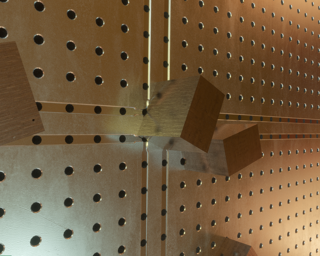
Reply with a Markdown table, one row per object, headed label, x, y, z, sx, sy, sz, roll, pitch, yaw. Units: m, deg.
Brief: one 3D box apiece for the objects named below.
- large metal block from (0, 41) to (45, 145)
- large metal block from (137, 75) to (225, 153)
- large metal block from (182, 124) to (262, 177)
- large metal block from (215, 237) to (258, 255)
| label | x | y | z | sx | sy | sz | roll | pitch | yaw |
| --- | --- | --- | --- | --- | --- | --- | --- | --- | --- |
| large metal block | -0.157 | -0.023 | 0.262 | 0.081 | 0.050 | 0.079 | -23 | 105 | -38 |
| large metal block | 0.026 | -0.016 | 0.398 | 0.050 | 0.080 | 0.080 | 31 | 71 | -36 |
| large metal block | 0.088 | 0.028 | 0.450 | 0.081 | 0.080 | 0.050 | -19 | 103 | -39 |
| large metal block | 0.124 | 0.241 | 0.500 | 0.080 | 0.050 | 0.080 | -49 | 119 | -29 |
